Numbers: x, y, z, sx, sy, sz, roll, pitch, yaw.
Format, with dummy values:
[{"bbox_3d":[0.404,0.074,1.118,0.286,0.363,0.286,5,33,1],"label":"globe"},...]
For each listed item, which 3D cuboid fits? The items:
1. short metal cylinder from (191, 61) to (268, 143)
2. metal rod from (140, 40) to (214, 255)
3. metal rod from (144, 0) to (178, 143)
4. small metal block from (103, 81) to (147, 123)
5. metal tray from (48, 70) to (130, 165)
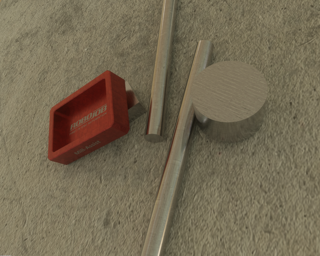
[{"bbox_3d":[0.079,-0.029,0.354,0.080,0.050,0.080,-6,61,10],"label":"short metal cylinder"},{"bbox_3d":[0.026,0.015,0.379,0.025,0.025,0.300,2,63,29],"label":"metal rod"},{"bbox_3d":[0.007,-0.117,0.470,0.025,0.025,0.299,-8,58,24],"label":"metal rod"},{"bbox_3d":[-0.054,-0.033,0.450,0.050,0.025,0.050,-34,52,5],"label":"small metal block"},{"bbox_3d":[-0.104,-0.012,0.436,0.130,0.030,0.090,-26,56,28],"label":"metal tray"}]
